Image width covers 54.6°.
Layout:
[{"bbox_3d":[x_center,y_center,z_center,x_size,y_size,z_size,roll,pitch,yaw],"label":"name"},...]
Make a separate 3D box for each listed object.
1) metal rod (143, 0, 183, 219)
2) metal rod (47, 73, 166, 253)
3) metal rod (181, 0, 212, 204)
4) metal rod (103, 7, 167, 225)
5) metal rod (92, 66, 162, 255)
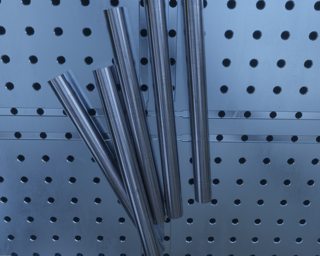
[{"bbox_3d":[0.008,-0.012,0.408,0.025,0.025,0.298,-5,110,2],"label":"metal rod"},{"bbox_3d":[-0.066,0.063,0.435,0.025,0.025,0.299,-24,109,8],"label":"metal rod"},{"bbox_3d":[0.049,-0.037,0.400,0.025,0.025,0.298,-5,110,2],"label":"metal rod"},{"bbox_3d":[-0.028,-0.001,0.412,0.025,0.025,0.298,-10,110,3],"label":"metal rod"},{"bbox_3d":[-0.038,0.067,0.420,0.025,0.025,0.298,-13,104,4],"label":"metal rod"}]
